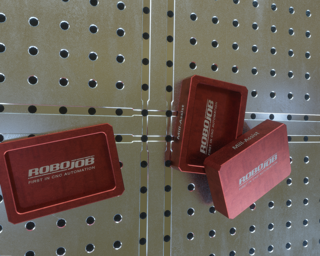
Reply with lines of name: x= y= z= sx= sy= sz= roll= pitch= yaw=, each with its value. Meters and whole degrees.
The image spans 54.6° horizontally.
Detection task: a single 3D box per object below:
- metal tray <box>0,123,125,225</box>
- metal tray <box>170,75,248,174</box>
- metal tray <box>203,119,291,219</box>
metal tray: x=-0.115 y=0.049 z=0.367 sx=0.131 sy=0.030 sz=0.090 roll=-12 pitch=94 yaw=-20
metal tray: x=0.070 y=-0.001 z=0.435 sx=0.091 sy=0.030 sz=0.129 roll=9 pitch=87 yaw=-20
metal tray: x=0.127 y=0.055 z=0.435 sx=0.131 sy=0.030 sz=0.090 roll=-29 pitch=118 yaw=-24
